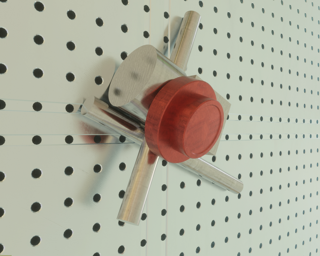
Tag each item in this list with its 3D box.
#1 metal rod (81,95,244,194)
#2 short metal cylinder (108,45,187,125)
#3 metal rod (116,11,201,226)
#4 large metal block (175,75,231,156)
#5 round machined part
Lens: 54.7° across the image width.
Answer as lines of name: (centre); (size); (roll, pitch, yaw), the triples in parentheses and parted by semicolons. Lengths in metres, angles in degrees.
metal rod: (0.025, 0.037, 0.431); (0.301, 0.025, 0.025); (31, 71, -36)
short metal cylinder: (-0.015, -0.049, 0.362); (0.050, 0.080, 0.080); (32, 70, -36)
metal rod: (0.006, -0.030, 0.391); (0.025, 0.025, 0.300); (35, 61, -35)
large metal block: (0.045, -0.015, 0.428); (0.080, 0.050, 0.080); (32, 70, -36)
round machined part: (0.034, -0.005, 0.343); (0.099, 0.042, 0.097); (-24, 127, -37)
